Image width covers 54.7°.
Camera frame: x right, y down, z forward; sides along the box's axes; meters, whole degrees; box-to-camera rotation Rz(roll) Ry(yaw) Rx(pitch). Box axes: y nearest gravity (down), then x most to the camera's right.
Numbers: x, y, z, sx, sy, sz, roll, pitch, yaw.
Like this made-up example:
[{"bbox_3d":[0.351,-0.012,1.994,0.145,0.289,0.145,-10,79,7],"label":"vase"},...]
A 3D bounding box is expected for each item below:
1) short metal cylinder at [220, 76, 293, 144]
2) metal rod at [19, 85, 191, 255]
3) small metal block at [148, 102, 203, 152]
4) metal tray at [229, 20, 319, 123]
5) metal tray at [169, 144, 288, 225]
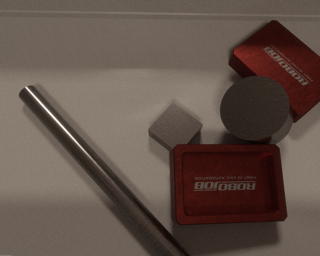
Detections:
[{"bbox_3d":[0.122,-0.019,0.388,0.080,0.050,0.080,-7,74,26],"label":"short metal cylinder"},{"bbox_3d":[-0.078,0.053,0.389,0.025,0.025,0.300,-42,76,-14],"label":"metal rod"},{"bbox_3d":[0.020,0.003,0.409,0.050,0.025,0.050,38,74,12],"label":"small metal block"},{"bbox_3d":[0.175,-0.082,0.439,0.090,0.030,0.130,-39,75,-13],"label":"metal tray"},{"bbox_3d":[0.079,0.066,0.369,0.131,0.030,0.090,0,77,-8],"label":"metal tray"}]
